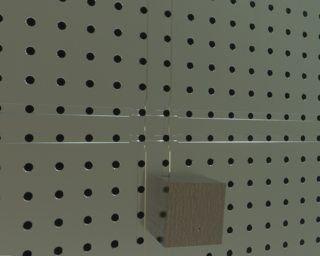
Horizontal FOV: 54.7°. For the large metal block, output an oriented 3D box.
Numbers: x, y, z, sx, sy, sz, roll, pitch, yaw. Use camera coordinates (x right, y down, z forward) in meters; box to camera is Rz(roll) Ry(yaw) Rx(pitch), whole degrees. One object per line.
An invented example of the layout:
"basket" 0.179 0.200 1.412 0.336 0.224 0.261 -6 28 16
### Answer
"large metal block" 0.038 0.109 0.415 0.081 0.050 0.080 5 88 -20
